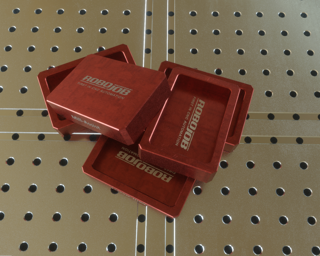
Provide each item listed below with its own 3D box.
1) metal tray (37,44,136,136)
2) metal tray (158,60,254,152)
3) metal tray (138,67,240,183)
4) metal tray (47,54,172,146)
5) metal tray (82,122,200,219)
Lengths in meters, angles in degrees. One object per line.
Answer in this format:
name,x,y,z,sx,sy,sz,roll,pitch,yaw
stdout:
metal tray,-0.091,-0.054,0.428,0.131,0.030,0.090,-21,71,-7
metal tray,0.050,-0.031,0.420,0.130,0.030,0.090,18,71,7
metal tray,0.038,-0.009,0.379,0.090,0.030,0.130,19,60,7
metal tray,-0.063,-0.040,0.380,0.130,0.030,0.090,20,62,30
metal tray,-0.019,0.045,0.392,0.130,0.030,0.090,25,72,9
